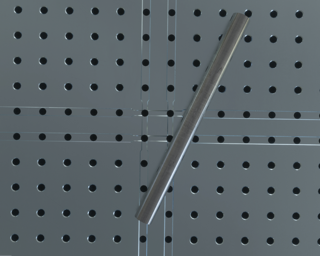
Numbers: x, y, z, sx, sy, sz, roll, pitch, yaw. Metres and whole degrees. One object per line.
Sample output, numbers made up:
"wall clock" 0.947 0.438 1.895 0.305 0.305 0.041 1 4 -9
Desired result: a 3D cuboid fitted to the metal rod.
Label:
"metal rod" 0.043 -0.012 0.413 0.025 0.025 0.299 26 90 0
